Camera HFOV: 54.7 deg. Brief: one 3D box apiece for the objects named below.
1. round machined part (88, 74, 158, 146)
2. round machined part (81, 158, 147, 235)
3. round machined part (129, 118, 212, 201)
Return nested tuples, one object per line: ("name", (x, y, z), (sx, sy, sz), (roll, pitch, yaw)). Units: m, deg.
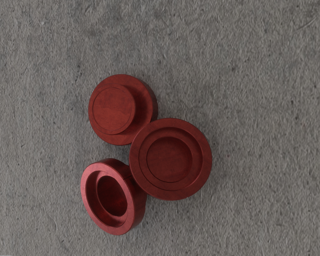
("round machined part", (-0.056, -0.025, 0.420), (0.098, 0.042, 0.097), (0, 90, 20))
("round machined part", (-0.056, 0.086, 0.408), (0.098, 0.042, 0.097), (11, 108, 35))
("round machined part", (0.011, 0.040, 0.381), (0.099, 0.042, 0.098), (2, 76, -7))
